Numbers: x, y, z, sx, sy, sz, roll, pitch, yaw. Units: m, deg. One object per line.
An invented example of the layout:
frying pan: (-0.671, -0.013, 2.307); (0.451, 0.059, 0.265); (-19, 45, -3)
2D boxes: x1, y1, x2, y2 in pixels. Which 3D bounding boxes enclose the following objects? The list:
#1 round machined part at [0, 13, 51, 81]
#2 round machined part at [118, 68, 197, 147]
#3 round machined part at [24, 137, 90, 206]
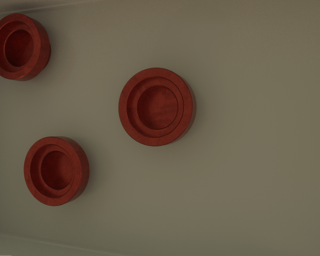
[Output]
round machined part: (-0.209, -0.120, 0.475); (0.098, 0.042, 0.097); (0, 90, 20)
round machined part: (0.000, -0.026, 0.402); (0.098, 0.042, 0.097); (0, 90, 20)
round machined part: (-0.145, 0.061, 0.453); (0.098, 0.042, 0.097); (0, 90, 20)
